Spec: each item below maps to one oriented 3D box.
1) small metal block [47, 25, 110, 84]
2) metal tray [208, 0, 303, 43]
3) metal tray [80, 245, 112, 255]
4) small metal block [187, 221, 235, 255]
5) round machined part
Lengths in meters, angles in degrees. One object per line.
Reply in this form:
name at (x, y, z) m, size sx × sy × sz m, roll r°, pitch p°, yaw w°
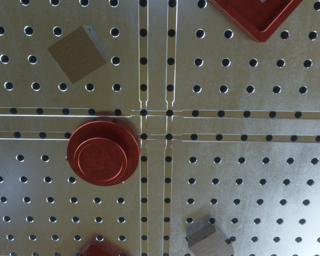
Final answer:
small metal block at (-0.098, -0.090, 0.379) m, size 0.050 × 0.025 × 0.050 m, roll -30°, pitch 108°, yaw 10°
metal tray at (0.097, -0.171, 0.348) m, size 0.130 × 0.030 × 0.090 m, roll 37°, pitch 106°, yaw -13°
metal tray at (-0.115, 0.261, 0.506) m, size 0.090 × 0.030 × 0.130 m, roll 38°, pitch 106°, yaw -13°
small metal block at (0.078, 0.182, 0.481) m, size 0.050 × 0.025 × 0.050 m, roll -36°, pitch 106°, yaw 12°
round machined part at (-0.077, 0.037, 0.417) m, size 0.099 × 0.042 × 0.097 m, roll 0°, pitch 110°, yaw 0°
